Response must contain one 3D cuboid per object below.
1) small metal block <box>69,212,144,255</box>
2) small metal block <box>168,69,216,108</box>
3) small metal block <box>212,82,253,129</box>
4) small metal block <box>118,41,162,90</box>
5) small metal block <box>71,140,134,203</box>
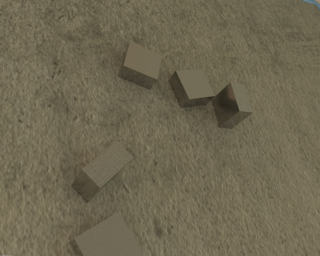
[{"bbox_3d":[-0.052,0.119,0.304,0.050,0.025,0.050,-24,75,-37],"label":"small metal block"},{"bbox_3d":[0.048,-0.060,0.468,0.050,0.025,0.050,-10,67,-33],"label":"small metal block"},{"bbox_3d":[0.108,-0.033,0.469,0.025,0.050,0.050,5,60,-26],"label":"small metal block"},{"bbox_3d":[-0.028,-0.090,0.445,0.050,0.025,0.050,20,54,-17],"label":"small metal block"},{"bbox_3d":[-0.061,0.046,0.327,0.025,0.050,0.050,45,51,3],"label":"small metal block"}]
